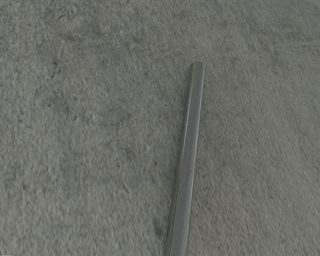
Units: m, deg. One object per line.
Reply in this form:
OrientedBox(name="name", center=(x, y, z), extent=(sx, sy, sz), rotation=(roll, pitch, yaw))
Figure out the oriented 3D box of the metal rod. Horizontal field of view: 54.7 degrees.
OrientedBox(name="metal rod", center=(0.038, 0.023, 0.411), extent=(0.025, 0.025, 0.300), rotation=(22, 53, -16))
